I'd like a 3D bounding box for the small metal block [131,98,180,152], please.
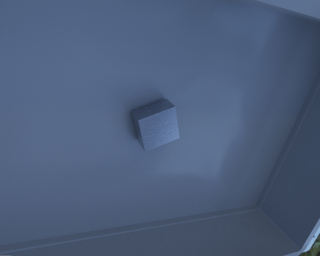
[{"bbox_3d":[-0.005,-0.004,0.400,0.050,0.025,0.050,-21,127,-16],"label":"small metal block"}]
